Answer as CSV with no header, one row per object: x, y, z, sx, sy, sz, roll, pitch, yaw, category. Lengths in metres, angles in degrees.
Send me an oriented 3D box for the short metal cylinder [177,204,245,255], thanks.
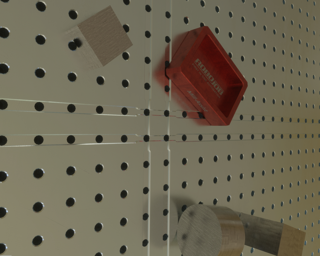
0.070,0.149,0.432,0.050,0.080,0.080,16,80,-39,short metal cylinder

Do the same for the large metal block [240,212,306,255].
0.189,0.187,0.533,0.080,0.080,0.050,28,72,-37,large metal block

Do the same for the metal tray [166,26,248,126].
0.076,-0.075,0.469,0.130,0.030,0.090,44,64,-31,metal tray

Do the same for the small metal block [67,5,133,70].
-0.067,-0.102,0.353,0.050,0.025,0.050,-46,118,-30,small metal block
